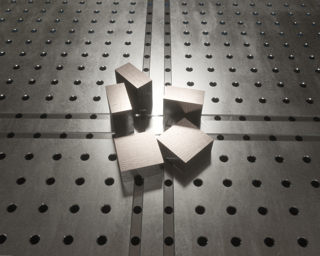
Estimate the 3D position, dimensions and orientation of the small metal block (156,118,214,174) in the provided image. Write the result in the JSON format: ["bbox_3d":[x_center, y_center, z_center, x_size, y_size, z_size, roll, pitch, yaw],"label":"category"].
[{"bbox_3d":[0.031,0.021,0.390,0.050,0.025,0.050,-36,59,-27],"label":"small metal block"}]

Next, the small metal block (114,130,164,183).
[{"bbox_3d":[-0.026,0.034,0.379,0.050,0.025,0.050,-11,51,-9],"label":"small metal block"}]

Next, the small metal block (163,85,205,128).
[{"bbox_3d":[0.031,-0.027,0.414,0.050,0.050,0.025,10,51,8],"label":"small metal block"}]

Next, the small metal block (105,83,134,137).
[{"bbox_3d":[-0.053,-0.023,0.410,0.025,0.050,0.050,-12,51,-10],"label":"small metal block"}]

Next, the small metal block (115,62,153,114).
[{"bbox_3d":[-0.036,-0.056,0.438,0.025,0.050,0.050,-34,58,-25],"label":"small metal block"}]
